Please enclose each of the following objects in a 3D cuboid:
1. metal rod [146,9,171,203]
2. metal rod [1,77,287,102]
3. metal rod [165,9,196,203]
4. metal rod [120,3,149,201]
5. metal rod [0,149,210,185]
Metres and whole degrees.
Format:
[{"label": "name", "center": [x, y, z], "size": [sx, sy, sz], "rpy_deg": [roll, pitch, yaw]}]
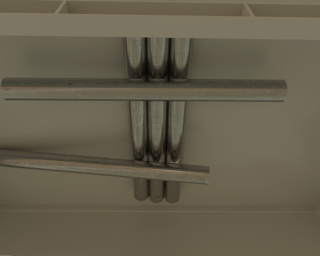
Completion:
[{"label": "metal rod", "center": [-0.004, -0.002, 0.406], "size": [0.025, 0.025, 0.298], "rpy_deg": [0, 130, -1]}, {"label": "metal rod", "center": [-0.016, -0.042, 0.339], "size": [0.302, 0.025, 0.025], "rpy_deg": [0, 130, -1]}, {"label": "metal rod", "center": [0.022, -0.001, 0.406], "size": [0.025, 0.025, 0.298], "rpy_deg": [0, 130, -1]}, {"label": "metal rod", "center": [-0.028, -0.006, 0.403], "size": [0.025, 0.025, 0.298], "rpy_deg": [0, 130, -1]}, {"label": "metal rod", "center": [-0.085, 0.053, 0.428], "size": [0.302, 0.025, 0.025], "rpy_deg": [4, 130, 5]}]
